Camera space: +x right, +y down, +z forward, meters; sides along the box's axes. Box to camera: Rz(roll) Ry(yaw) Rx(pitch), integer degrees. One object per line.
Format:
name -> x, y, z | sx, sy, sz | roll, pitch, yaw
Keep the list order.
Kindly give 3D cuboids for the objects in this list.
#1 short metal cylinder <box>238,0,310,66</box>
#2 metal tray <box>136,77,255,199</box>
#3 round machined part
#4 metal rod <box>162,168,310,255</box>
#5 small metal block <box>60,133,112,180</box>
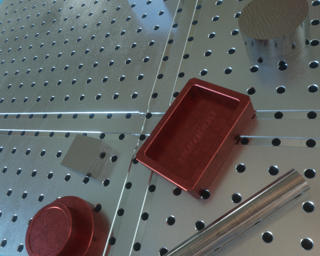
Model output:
short metal cylinder -> 0.145, -0.126, 0.393 | 0.080, 0.050, 0.080 | -13, 56, 20
metal tray -> 0.042, 0.007, 0.377 | 0.090, 0.030, 0.130 | 27, 76, 36
round machined part -> -0.124, 0.130, 0.380 | 0.098, 0.042, 0.098 | -13, 56, 20
metal rod -> 0.016, 0.136, 0.314 | 0.300, 0.025, 0.025 | -35, 52, 4
small metal block -> -0.104, 0.040, 0.436 | 0.050, 0.025, 0.050 | 12, 68, 32
